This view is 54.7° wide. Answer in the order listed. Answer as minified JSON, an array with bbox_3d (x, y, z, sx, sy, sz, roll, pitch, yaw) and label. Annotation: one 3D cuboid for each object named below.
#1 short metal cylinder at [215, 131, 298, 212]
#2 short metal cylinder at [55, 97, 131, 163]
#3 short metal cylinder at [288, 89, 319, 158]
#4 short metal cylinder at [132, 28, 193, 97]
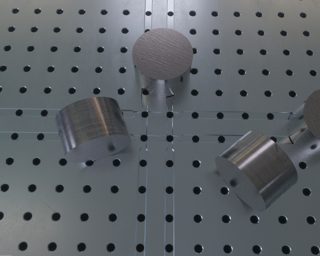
[{"bbox_3d":[0.111,0.050,0.365,0.050,0.080,0.080,-37,74,-12],"label":"short metal cylinder"},{"bbox_3d":[-0.082,0.004,0.380,0.080,0.080,0.050,-19,71,-7],"label":"short metal cylinder"},{"bbox_3d":[0.216,-0.006,0.402,0.081,0.050,0.080,0,70,0],"label":"short metal cylinder"},{"bbox_3d":[0.004,-0.090,0.431,0.081,0.050,0.080,0,70,0],"label":"short metal cylinder"}]
